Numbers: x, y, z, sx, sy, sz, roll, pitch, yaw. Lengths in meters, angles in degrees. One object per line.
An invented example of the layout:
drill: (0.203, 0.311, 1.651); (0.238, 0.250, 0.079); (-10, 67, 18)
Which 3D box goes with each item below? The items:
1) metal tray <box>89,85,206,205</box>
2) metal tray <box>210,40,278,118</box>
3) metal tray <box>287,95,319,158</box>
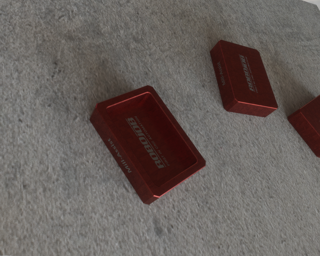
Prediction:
metal tray: (-0.014, 0.016, 0.384); (0.091, 0.030, 0.130); (-26, 76, -37)
metal tray: (0.142, -0.085, 0.532); (0.091, 0.030, 0.130); (7, 59, -25)
metal tray: (0.304, -0.011, 0.575); (0.131, 0.030, 0.090); (-26, 76, -37)
